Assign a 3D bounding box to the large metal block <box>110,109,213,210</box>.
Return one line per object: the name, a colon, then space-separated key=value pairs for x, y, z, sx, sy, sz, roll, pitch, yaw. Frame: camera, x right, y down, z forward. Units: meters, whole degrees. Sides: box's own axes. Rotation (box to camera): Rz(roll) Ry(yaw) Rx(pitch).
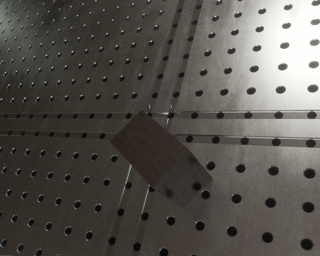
large metal block: x=0.003 y=0.036 z=0.348 sx=0.050 sy=0.080 sz=0.080 roll=-46 pitch=51 yaw=-4
